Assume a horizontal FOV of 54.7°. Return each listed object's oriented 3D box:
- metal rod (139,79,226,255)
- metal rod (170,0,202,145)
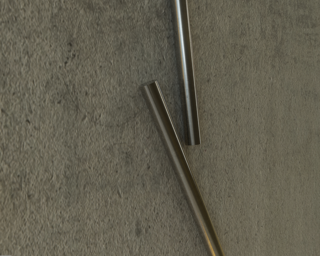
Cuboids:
[{"bbox_3d":[0.038,0.075,0.439,0.025,0.025,0.299,-35,112,-35],"label":"metal rod"},{"bbox_3d":[0.032,-0.124,0.433,0.025,0.025,0.298,-11,97,-40],"label":"metal rod"}]
